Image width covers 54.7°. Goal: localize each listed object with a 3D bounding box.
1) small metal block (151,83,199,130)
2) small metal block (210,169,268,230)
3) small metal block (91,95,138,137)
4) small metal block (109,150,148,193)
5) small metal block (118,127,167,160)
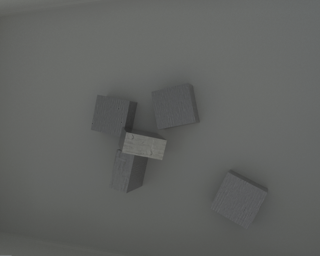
[{"bbox_3d":[0.020,-0.027,0.403,0.050,0.025,0.050,-11,86,19],"label":"small metal block"},{"bbox_3d":[0.096,0.086,0.376,0.050,0.025,0.050,27,99,17],"label":"small metal block"},{"bbox_3d":[-0.064,-0.017,0.432,0.050,0.025,0.050,13,94,19],"label":"small metal block"},{"bbox_3d":[-0.040,0.054,0.410,0.025,0.050,0.050,14,95,19],"label":"small metal block"},{"bbox_3d":[-0.024,0.019,0.394,0.050,0.050,0.025,12,95,-14],"label":"small metal block"}]
